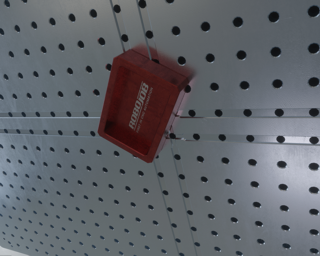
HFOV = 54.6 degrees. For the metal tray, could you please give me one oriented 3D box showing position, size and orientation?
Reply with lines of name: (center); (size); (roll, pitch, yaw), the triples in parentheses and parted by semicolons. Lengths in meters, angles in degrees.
metal tray: (-0.027, -0.025, 0.407); (0.090, 0.030, 0.129); (29, 128, 10)
